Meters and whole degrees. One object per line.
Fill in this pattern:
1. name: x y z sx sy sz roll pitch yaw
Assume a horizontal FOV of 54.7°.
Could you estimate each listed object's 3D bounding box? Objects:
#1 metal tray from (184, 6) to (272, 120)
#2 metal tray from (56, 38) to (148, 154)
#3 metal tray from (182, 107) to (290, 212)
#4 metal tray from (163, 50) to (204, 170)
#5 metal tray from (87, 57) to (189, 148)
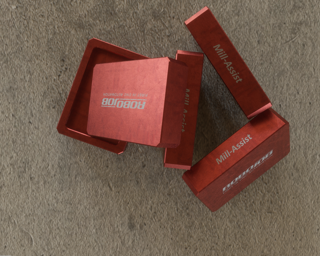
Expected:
1. metal tray: 0.082 -0.076 0.377 0.030 0.090 0.130 -33 90 14
2. metal tray: -0.069 -0.041 0.408 0.090 0.030 0.129 20 90 -1
3. metal tray: 0.098 0.043 0.380 0.130 0.090 0.030 -38 55 0
4. metal tray: 0.026 -0.020 0.379 0.030 0.090 0.129 6 91 0
5. metal tray: -0.031 -0.030 0.354 0.130 0.030 0.089 7 90 44
